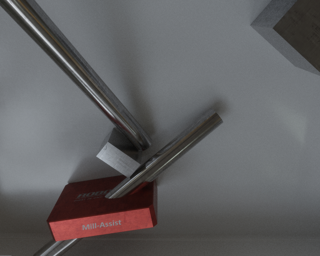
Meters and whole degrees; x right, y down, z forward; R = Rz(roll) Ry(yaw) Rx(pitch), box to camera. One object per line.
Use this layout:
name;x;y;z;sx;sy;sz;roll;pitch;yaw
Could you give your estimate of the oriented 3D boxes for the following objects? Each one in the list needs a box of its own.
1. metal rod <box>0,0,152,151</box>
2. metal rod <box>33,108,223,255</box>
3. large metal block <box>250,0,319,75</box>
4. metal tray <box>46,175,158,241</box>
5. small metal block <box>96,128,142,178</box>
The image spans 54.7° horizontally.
metal rod;-0.087;-0.063;0.315;0.025;0.025;0.300;-28;136;10
metal rod;-0.042;0.079;0.405;0.300;0.025;0.025;-40;106;1
large metal block;0.158;-0.107;0.345;0.080;0.080;0.050;37;106;-13
metal tray;-0.070;0.100;0.412;0.131;0.090;0.030;-9;110;3
small metal block;-0.052;0.032;0.409;0.050;0.050;0.025;37;106;-13
